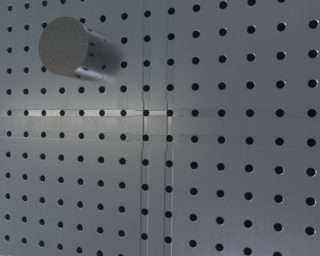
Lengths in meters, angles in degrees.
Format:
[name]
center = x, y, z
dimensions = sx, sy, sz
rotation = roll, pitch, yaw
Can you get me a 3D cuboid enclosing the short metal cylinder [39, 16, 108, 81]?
[short metal cylinder]
center = -0.123, -0.111, 0.443
dimensions = 0.080, 0.050, 0.079
rotation = 0, 90, 19
